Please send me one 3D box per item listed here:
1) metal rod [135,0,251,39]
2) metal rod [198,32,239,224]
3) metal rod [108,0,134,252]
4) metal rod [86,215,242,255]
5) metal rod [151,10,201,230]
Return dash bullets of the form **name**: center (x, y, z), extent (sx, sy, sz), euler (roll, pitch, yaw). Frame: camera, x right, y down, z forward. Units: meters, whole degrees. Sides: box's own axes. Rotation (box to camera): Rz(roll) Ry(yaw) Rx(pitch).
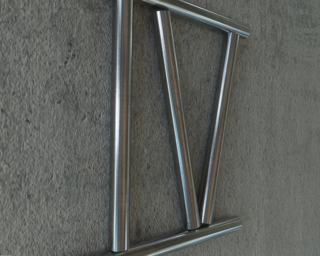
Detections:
- **metal rod**: center (0.030, -0.167, 0.433), extent (0.302, 0.025, 0.025), euler (1, 89, -40)
- **metal rod**: center (0.091, -0.005, 0.484), extent (0.025, 0.025, 0.299), euler (17, 79, -39)
- **metal rod**: center (-0.046, -0.008, 0.368), extent (0.025, 0.025, 0.298), euler (2, 89, -40)
- **metal rod**: center (0.011, 0.156, 0.417), extent (0.302, 0.025, 0.025), euler (1, 89, -40)
- **metal rod**: center (0.024, -0.005, 0.427), extent (0.025, 0.025, 0.298), euler (-15, 100, -39)
